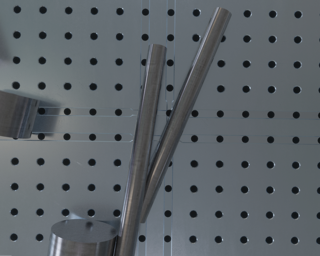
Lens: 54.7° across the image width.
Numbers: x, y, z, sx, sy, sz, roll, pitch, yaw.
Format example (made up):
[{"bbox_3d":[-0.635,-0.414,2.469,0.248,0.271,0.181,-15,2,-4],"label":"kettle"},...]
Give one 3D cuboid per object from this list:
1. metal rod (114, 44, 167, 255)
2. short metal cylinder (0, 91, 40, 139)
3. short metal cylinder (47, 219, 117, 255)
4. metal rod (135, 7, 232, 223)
[{"bbox_3d":[-0.026,0.039,0.396,0.025,0.025,0.298,9,83,0],"label":"metal rod"},{"bbox_3d":[-0.197,-0.021,0.384,0.080,0.080,0.050,14,90,0],"label":"short metal cylinder"},{"bbox_3d":[-0.097,0.151,0.385,0.080,0.080,0.050,8,90,0],"label":"short metal cylinder"},{"bbox_3d":[0.026,-0.017,0.413,0.025,0.025,0.299,23,90,0],"label":"metal rod"}]
